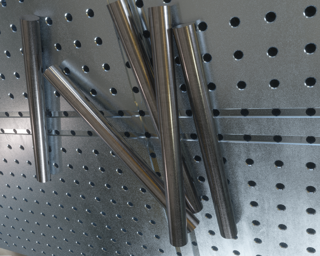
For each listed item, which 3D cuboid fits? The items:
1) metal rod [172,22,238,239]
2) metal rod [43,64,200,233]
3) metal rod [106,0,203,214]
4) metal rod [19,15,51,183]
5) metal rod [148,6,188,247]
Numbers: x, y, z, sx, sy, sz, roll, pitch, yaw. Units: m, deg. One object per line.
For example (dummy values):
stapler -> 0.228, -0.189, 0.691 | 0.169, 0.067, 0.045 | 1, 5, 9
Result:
metal rod -> 0.063, 0.022, 0.390 | 0.025, 0.025, 0.298 | -2, 118, 29
metal rod -> -0.055, 0.029, 0.439 | 0.300, 0.025, 0.025 | 48, 129, 1
metal rod -> 0.001, -0.012, 0.401 | 0.025, 0.025, 0.298 | -8, 115, 31
metal rod -> -0.195, -0.026, 0.494 | 0.025, 0.025, 0.298 | 21, 127, 15
metal rod -> 0.012, 0.012, 0.376 | 0.025, 0.025, 0.298 | 3, 109, 26
